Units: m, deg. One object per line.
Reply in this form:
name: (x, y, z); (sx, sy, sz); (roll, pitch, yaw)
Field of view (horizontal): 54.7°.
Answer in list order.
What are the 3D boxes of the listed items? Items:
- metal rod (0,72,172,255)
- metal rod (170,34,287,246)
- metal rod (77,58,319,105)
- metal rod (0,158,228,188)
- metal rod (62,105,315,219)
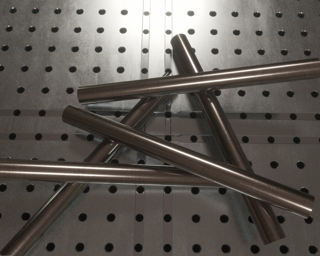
metal rod: (-0.078, 0.040, 0.396); (0.025, 0.025, 0.301); (38, 74, 12)
metal rod: (0.075, -0.005, 0.395); (0.025, 0.025, 0.299); (-18, 64, -7)
metal rod: (0.043, -0.058, 0.396); (0.302, 0.025, 0.025); (-6, 70, 7)
metal rod: (-0.047, 0.055, 0.370); (0.302, 0.025, 0.025); (3, 70, -8)
metal rod: (0.017, 0.031, 0.358); (0.301, 0.025, 0.025); (20, 71, 16)
